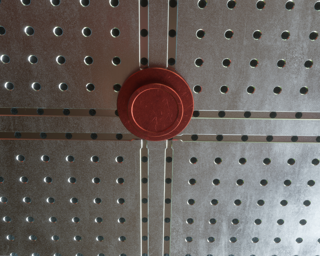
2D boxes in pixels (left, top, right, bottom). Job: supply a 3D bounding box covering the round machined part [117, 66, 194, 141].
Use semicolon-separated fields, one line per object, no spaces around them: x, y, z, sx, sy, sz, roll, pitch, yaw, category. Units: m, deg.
-0.006;-0.028;0.394;0.099;0.042;0.097;0;110;0;round machined part
